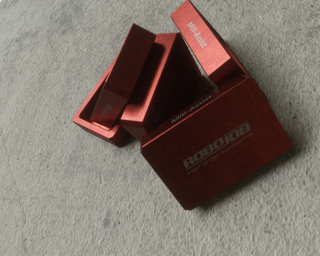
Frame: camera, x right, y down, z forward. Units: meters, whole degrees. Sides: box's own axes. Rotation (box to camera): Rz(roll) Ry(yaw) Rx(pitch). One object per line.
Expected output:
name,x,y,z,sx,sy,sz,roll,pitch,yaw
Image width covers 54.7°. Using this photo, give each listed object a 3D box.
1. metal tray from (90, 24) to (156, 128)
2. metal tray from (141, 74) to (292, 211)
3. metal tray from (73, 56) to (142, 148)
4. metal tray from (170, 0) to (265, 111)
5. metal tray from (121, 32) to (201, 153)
metal tray,-0.051,-0.060,0.394,0.130,0.030,0.090,-39,29,66
metal tray,0.057,0.016,0.323,0.130,0.090,0.030,-34,17,6
metal tray,-0.059,-0.044,0.458,0.090,0.030,0.130,22,73,35
metal tray,0.069,-0.090,0.379,0.030,0.090,0.130,-39,50,20
metal tray,0.008,-0.040,0.383,0.030,0.090,0.130,7,65,31
